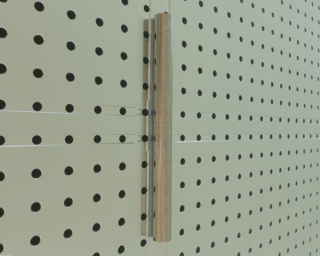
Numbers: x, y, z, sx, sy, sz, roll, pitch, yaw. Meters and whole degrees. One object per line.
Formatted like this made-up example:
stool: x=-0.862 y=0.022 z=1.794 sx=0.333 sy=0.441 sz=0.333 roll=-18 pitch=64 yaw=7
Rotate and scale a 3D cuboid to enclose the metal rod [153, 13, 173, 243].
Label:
metal rod: x=0.004 y=-0.001 z=0.414 sx=0.025 sy=0.025 sz=0.298 roll=1 pitch=90 yaw=-40
